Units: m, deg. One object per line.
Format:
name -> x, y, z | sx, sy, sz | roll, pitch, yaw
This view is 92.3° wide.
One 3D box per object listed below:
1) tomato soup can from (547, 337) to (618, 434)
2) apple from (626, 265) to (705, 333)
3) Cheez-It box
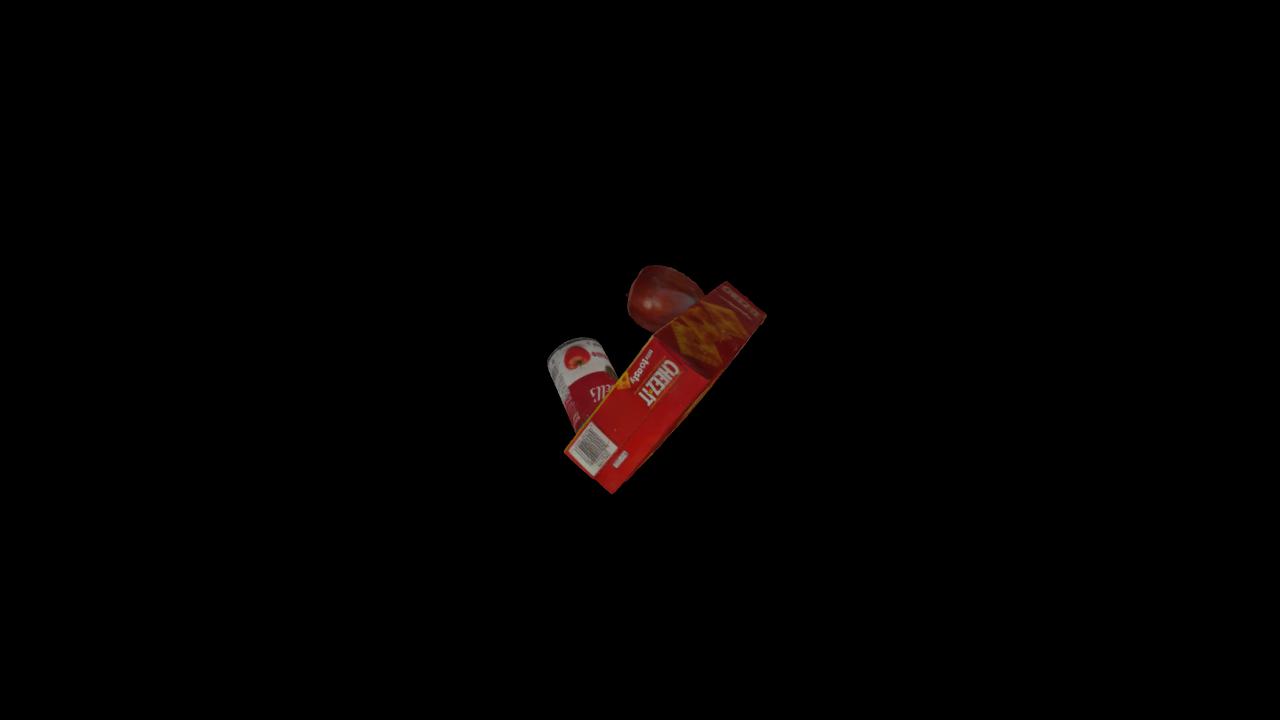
tomato soup can -> -0.053, 0.033, 0.663 | 0.068, 0.101, 0.068 | -19, -35, -14
apple -> 0.028, -0.066, 0.708 | 0.093, 0.079, 0.079 | 18, 4, 13
Cheez-It box -> 0.036, 0.020, 0.639 | 0.071, 0.166, 0.223 | 41, 30, 7
